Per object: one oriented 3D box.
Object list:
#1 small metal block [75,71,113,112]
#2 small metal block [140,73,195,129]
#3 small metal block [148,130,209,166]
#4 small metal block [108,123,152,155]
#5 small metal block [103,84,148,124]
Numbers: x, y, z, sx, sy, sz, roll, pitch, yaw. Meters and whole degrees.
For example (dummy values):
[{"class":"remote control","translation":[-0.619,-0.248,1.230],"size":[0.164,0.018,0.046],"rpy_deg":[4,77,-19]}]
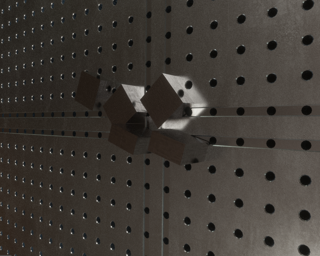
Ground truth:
[{"class":"small metal block","translation":[-0.106,-0.059,0.494],"size":[0.050,0.025,0.050],"rpy_deg":[29,108,36]},{"class":"small metal block","translation":[0.008,-0.034,0.401],"size":[0.050,0.025,0.050],"rpy_deg":[-47,63,29]},{"class":"small metal block","translation":[0.023,0.022,0.373],"size":[0.050,0.050,0.025],"rpy_deg":[22,104,37]},{"class":"small metal block","translation":[-0.033,0.014,0.418],"size":[0.050,0.050,0.025],"rpy_deg":[24,105,37]},{"class":"small metal block","translation":[-0.050,-0.027,0.449],"size":[0.050,0.025,0.050],"rpy_deg":[-43,64,31]}]
